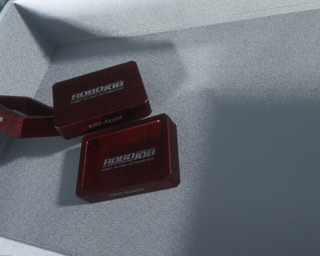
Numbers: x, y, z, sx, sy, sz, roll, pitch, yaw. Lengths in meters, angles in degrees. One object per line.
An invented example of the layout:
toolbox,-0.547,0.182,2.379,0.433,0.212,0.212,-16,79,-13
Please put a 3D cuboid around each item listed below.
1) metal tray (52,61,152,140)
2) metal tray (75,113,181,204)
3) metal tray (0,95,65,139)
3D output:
metal tray,-0.086,-0.043,0.451,0.131,0.030,0.090,-17,53,-2
metal tray,-0.042,0.040,0.399,0.130,0.030,0.090,-15,56,19
metal tray,-0.213,-0.021,0.483,0.130,0.091,0.030,21,104,33
